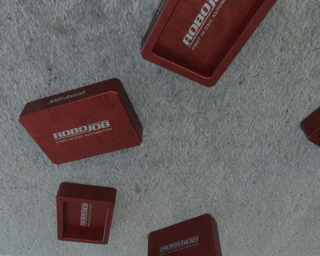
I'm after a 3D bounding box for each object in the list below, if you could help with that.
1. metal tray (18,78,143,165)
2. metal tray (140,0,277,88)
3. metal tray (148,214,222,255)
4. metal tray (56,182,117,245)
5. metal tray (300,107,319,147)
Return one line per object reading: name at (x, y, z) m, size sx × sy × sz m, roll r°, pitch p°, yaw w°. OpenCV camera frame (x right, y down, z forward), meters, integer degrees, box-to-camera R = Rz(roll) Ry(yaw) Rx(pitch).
metal tray at (-0.098, -0.005, 0.399) m, size 0.130 × 0.030 × 0.090 m, roll -14°, pitch 129°, yaw 11°
metal tray at (0.047, -0.112, 0.308) m, size 0.091 × 0.030 × 0.129 m, roll 21°, pitch 127°, yaw -17°
metal tray at (0.041, 0.215, 0.547) m, size 0.130 × 0.090 × 0.030 m, roll -25°, pitch 126°, yaw 19°
metal tray at (-0.127, 0.149, 0.529) m, size 0.091 × 0.030 × 0.129 m, roll 8°, pitch 130°, yaw -8°
metal tray at (0.261, -0.018, 0.390) m, size 0.090 × 0.030 × 0.129 m, roll 27°, pitch 125°, yaw -21°
